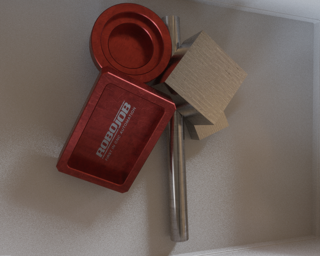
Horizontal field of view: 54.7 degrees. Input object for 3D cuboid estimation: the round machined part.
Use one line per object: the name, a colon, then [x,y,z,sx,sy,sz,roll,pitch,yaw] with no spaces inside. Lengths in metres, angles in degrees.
round machined part: [-0.038,-0.100,0.386,0.099,0.042,0.097,1,87,-19]

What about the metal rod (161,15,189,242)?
metal rod: [0.020,0.002,0.419,0.025,0.025,0.298,-3,91,-20]

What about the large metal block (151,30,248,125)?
large metal block: [0.048,-0.059,0.389,0.080,0.050,0.080,39,76,-17]

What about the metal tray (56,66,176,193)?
metal tray: [-0.052,0.006,0.361,0.090,0.030,0.129,24,107,-19]

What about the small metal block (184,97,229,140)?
small metal block: [0.062,-0.016,0.435,0.050,0.025,0.050,-25,99,-19]
